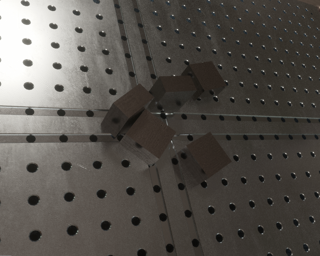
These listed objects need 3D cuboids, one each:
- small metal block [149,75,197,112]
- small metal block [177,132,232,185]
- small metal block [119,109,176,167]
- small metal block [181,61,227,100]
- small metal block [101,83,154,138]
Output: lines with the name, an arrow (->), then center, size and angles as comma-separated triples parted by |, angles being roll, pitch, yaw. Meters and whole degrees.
small metal block -> 0.014, -0.048, 0.431 | 0.050, 0.050, 0.025 | -7, 66, -32
small metal block -> 0.060, 0.040, 0.418 | 0.050, 0.025, 0.050 | -26, 76, -37
small metal block -> -0.015, 0.012, 0.394 | 0.050, 0.025, 0.050 | 37, 51, -4
small metal block -> 0.071, -0.077, 0.495 | 0.050, 0.025, 0.050 | -16, 70, -35
small metal block -> -0.041, -0.021, 0.385 | 0.025, 0.050, 0.050 | 45, 51, 2
